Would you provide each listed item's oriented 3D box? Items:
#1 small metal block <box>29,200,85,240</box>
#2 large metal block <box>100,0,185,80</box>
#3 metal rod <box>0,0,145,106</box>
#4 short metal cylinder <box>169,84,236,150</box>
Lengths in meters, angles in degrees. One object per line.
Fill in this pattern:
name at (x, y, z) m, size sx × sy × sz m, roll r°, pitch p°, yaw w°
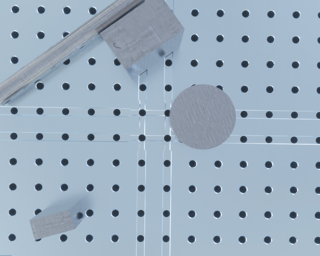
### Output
small metal block at (-0.130, 0.117, 0.399) m, size 0.050 × 0.050 × 0.025 m, roll -15°, pitch 90°, yaw 0°
large metal block at (-0.020, -0.109, 0.386) m, size 0.080 × 0.080 × 0.050 m, roll -35°, pitch 90°, yaw 0°
metal rod at (-0.094, -0.128, 0.412) m, size 0.301 × 0.025 × 0.025 m, roll -36°, pitch 90°, yaw -1°
short metal cylinder at (0.052, -0.014, 0.402) m, size 0.081 × 0.050 × 0.079 m, roll 0°, pitch 90°, yaw -1°
